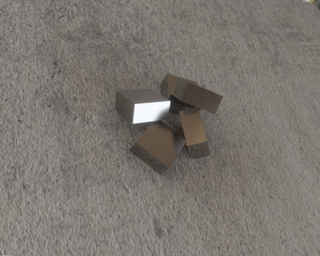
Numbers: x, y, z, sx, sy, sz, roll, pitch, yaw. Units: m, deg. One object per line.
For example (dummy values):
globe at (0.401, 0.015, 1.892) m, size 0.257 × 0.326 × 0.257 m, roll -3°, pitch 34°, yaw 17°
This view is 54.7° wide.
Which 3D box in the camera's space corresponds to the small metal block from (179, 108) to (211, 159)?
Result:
small metal block at (0.047, 0.008, 0.408) m, size 0.025 × 0.050 × 0.050 m, roll -14°, pitch 63°, yaw 8°

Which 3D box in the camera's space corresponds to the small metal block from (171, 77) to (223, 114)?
small metal block at (0.047, -0.044, 0.410) m, size 0.050 × 0.025 × 0.050 m, roll 20°, pitch 11°, yaw -17°

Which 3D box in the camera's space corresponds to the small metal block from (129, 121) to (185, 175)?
small metal block at (-0.002, 0.022, 0.392) m, size 0.050 × 0.025 × 0.050 m, roll 39°, pitch 51°, yaw -3°

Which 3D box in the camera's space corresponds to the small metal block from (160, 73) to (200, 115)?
small metal block at (0.029, -0.046, 0.451) m, size 0.050 × 0.025 × 0.050 m, roll 13°, pitch 56°, yaw -22°

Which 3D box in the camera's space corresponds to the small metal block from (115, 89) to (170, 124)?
small metal block at (-0.023, -0.029, 0.396) m, size 0.050 × 0.025 × 0.050 m, roll -8°, pitch 28°, yaw -32°

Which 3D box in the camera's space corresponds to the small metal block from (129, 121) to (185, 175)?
small metal block at (-0.002, 0.023, 0.392) m, size 0.050 × 0.025 × 0.050 m, roll 38°, pitch 51°, yaw -2°
